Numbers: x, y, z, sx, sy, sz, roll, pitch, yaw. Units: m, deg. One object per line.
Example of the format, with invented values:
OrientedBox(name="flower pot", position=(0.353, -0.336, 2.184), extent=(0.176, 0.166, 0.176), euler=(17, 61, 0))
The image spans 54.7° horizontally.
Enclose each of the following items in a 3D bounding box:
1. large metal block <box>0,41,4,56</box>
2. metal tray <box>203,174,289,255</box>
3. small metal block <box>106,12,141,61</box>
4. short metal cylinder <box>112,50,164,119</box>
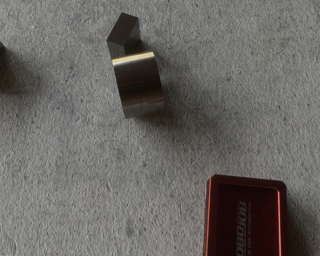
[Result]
OrientedBox(name="large metal block", position=(-0.281, -0.102, 0.430), extent=(0.080, 0.050, 0.080), euler=(10, 70, 3))
OrientedBox(name="metal tray", position=(0.098, 0.124, 0.360), extent=(0.091, 0.030, 0.130), euler=(6, 70, 2))
OrientedBox(name="small metal block", position=(-0.050, -0.125, 0.440), extent=(0.025, 0.050, 0.050), euler=(21, 71, 7))
OrientedBox(name="short metal cylinder", position=(-0.028, -0.055, 0.399), extent=(0.050, 0.080, 0.080), euler=(-12, 71, -4))
